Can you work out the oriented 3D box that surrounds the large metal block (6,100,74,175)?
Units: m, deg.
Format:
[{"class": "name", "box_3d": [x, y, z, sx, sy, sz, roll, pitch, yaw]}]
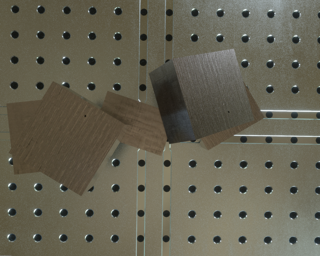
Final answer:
[{"class": "large metal block", "box_3d": [-0.141, 0.009, 0.384, 0.050, 0.080, 0.079, -6, 90, 0]}]

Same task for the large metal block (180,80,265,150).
[{"class": "large metal block", "box_3d": [0.073, -0.027, 0.402, 0.080, 0.050, 0.080, -30, 90, 0]}]

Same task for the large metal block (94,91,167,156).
[{"class": "large metal block", "box_3d": [-0.029, -0.005, 0.385, 0.080, 0.080, 0.050, 19, 90, -1]}]

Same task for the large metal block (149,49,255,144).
[{"class": "large metal block", "box_3d": [0.045, -0.034, 0.333, 0.081, 0.050, 0.080, -16, 91, -29]}]

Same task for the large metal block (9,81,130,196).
[{"class": "large metal block", "box_3d": [-0.088, 0.010, 0.319, 0.080, 0.050, 0.080, 31, 90, 0]}]
